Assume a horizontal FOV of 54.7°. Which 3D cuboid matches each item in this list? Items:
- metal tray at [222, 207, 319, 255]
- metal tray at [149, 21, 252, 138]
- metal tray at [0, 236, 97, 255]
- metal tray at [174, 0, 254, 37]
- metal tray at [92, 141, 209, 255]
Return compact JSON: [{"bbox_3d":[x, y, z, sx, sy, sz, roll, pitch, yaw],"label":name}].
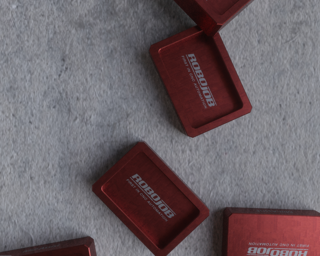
[{"bbox_3d":[0.150,0.155,0.410,0.131,0.030,0.089,2,90,-1],"label":"metal tray"},{"bbox_3d":[0.052,-0.063,0.408,0.090,0.030,0.129,-24,90,-1],"label":"metal tray"},{"bbox_3d":[-0.147,0.201,0.405,0.131,0.030,0.089,-10,90,-1],"label":"metal tray"},{"bbox_3d":[0.080,-0.188,0.390,0.090,0.030,0.130,46,73,0],"label":"metal tray"},{"bbox_3d":[-0.012,0.092,0.407,0.090,0.030,0.130,-44,91,0],"label":"metal tray"}]
